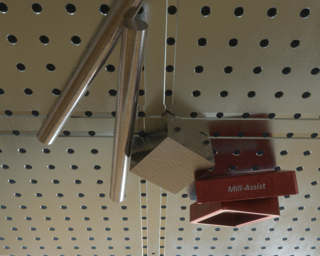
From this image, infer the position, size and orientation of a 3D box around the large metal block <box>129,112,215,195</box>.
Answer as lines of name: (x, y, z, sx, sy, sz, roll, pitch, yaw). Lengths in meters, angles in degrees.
large metal block: (0.016, 0.037, 0.427, 0.080, 0.050, 0.080, 31, 123, -24)

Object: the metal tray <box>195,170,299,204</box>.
metal tray: (0.117, 0.082, 0.445, 0.131, 0.030, 0.090, -7, 173, 5)

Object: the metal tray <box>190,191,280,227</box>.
metal tray: (0.110, 0.128, 0.483, 0.091, 0.030, 0.129, 10, 153, -13)

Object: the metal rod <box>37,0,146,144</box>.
metal rod: (-0.069, -0.082, 0.341, 0.025, 0.025, 0.298, 28, 125, -22)

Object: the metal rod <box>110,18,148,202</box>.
metal rod: (-0.047, 0.005, 0.401, 0.025, 0.025, 0.298, 6, 134, -6)
